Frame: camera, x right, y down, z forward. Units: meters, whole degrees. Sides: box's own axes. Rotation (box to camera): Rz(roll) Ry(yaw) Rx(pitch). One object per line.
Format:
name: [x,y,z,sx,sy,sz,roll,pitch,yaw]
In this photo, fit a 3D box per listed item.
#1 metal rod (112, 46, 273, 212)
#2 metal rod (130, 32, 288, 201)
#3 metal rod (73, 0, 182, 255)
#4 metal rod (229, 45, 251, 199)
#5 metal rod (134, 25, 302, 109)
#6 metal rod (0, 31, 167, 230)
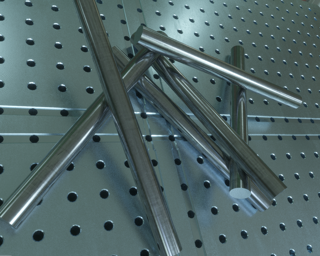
metal rod: [0.038,-0.001,0.428,0.300,0.025,0.025,45,51,3]
metal rod: [0.050,-0.032,0.413,0.025,0.025,0.300,-20,60,-35]
metal rod: [-0.038,-0.006,0.344,0.025,0.025,0.299,-17,85,-35]
metal rod: [0.119,-0.031,0.470,0.025,0.025,0.300,24,47,-13]
metal rod: [0.102,-0.081,0.456,0.302,0.025,0.025,16,55,-28]
metal rod: [-0.069,-0.021,0.360,0.025,0.025,0.301,36,58,-4]
